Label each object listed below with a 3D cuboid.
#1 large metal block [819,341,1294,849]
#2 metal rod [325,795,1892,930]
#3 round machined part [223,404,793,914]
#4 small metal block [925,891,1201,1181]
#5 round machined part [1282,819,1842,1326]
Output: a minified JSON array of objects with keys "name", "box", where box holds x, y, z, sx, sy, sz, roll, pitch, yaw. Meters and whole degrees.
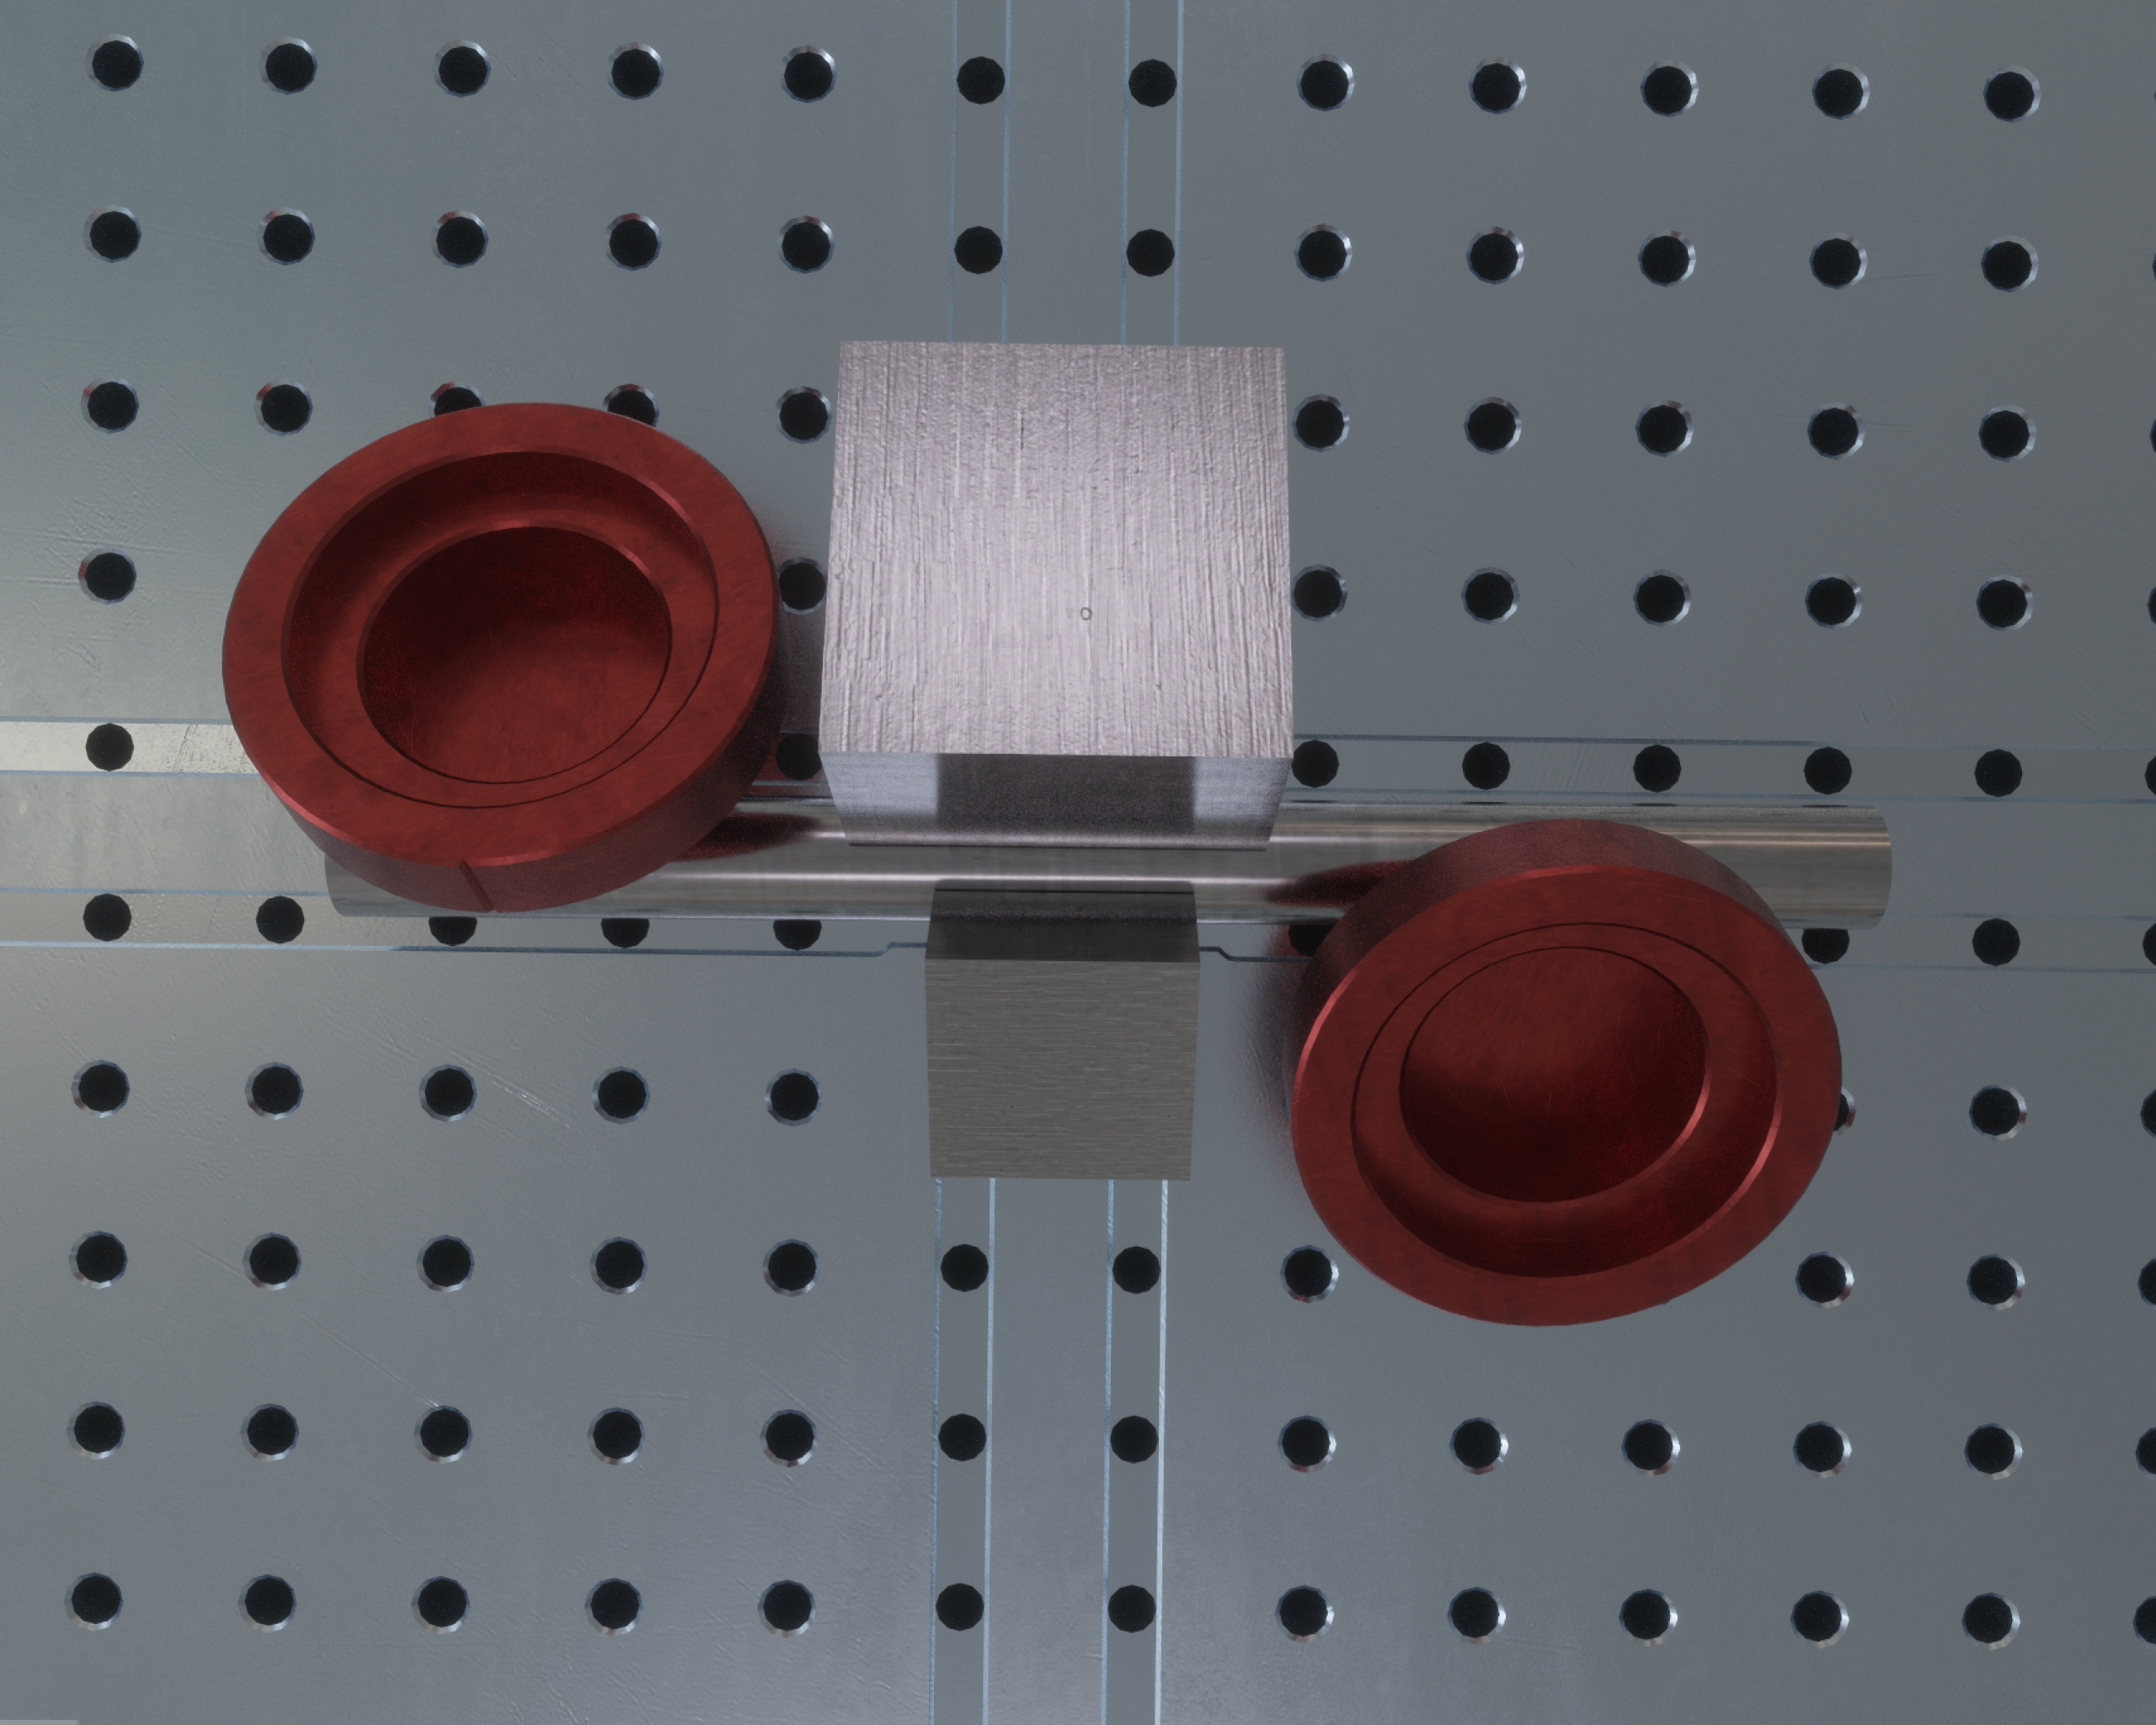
[{"name":"large metal block","box":[-0.003,-0.049,0.389,0.081,0.050,0.080,1,72,0]},{"name":"metal rod","box":[0.006,0.000,0.414,0.302,0.025,0.025,1,90,0]},{"name":"round machined part","box":[-0.103,-0.034,0.391,0.099,0.042,0.098,0,64,0]},{"name":"small metal block","box":[-0.003,0.034,0.403,0.050,0.025,0.050,1,119,0]},{"name":"round machined part","box":[0.088,0.036,0.393,0.099,0.042,0.097,0,115,0]}]
